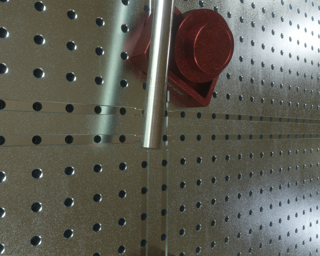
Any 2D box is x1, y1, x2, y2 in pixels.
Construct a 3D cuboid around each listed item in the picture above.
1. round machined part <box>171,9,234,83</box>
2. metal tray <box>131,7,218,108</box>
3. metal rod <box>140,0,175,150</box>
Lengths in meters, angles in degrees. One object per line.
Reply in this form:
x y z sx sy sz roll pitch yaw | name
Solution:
0.061 -0.109 0.417 0.099 0.042 0.097 -11 111 -30 | round machined part
0.031 -0.097 0.433 0.130 0.030 0.090 33 69 -35 | metal tray
0.003 -0.124 0.373 0.025 0.025 0.298 12 79 -40 | metal rod
